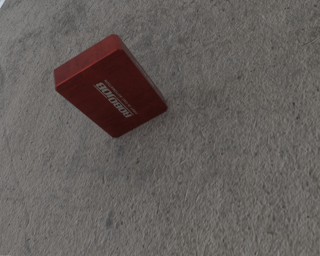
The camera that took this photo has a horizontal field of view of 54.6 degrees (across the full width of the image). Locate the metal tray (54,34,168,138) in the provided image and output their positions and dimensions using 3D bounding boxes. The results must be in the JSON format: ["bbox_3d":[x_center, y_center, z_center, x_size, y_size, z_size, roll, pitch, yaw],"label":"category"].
[{"bbox_3d":[-0.057,-0.046,0.396,0.090,0.130,0.030,-29,52,10],"label":"metal tray"}]
